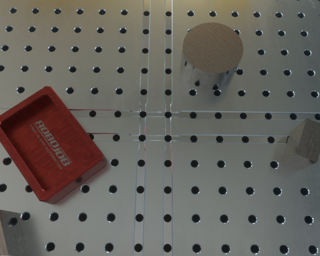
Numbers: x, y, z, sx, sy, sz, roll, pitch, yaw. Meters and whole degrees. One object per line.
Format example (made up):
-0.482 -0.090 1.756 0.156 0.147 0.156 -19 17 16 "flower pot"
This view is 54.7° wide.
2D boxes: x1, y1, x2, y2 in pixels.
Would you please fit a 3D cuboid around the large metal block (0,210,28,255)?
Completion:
-0.199 0.146 0.343 0.080 0.050 0.080 -21 72 -8 "large metal block"

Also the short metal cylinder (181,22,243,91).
0.071 -0.100 0.436 0.081 0.050 0.080 0 70 0 "short metal cylinder"

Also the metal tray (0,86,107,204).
-0.143 0.020 0.400 0.090 0.030 0.130 -37 75 -13 "metal tray"

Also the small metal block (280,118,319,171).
0.181 0.022 0.393 0.025 0.050 0.050 22 72 7 "small metal block"
